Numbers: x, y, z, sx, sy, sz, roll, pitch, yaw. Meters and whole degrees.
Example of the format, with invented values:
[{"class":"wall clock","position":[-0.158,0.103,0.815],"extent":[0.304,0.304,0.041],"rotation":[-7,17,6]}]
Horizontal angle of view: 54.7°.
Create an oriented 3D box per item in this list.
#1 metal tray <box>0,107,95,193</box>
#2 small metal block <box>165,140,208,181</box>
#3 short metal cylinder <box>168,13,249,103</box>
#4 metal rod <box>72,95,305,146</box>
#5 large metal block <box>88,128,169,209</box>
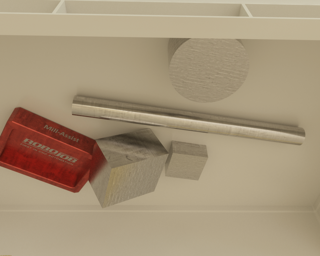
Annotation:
[{"class":"metal tray","position":[-0.155,0.036,0.433],"extent":[0.131,0.030,0.090],"rotation":[27,125,-22]},{"class":"small metal block","position":[0.037,0.048,0.451],"extent":[0.050,0.025,0.050],"rotation":[9,130,-8]},{"class":"short metal cylinder","position":[0.049,-0.074,0.331],"extent":[0.081,0.050,0.079],"rotation":[0,130,0]},{"class":"metal rod","position":[0.042,-0.008,0.402],"extent":[0.302,0.025,0.025],"rotation":[8,130,-7]},{"class":"large metal block","position":[-0.044,0.053,0.415],"extent":[0.081,0.050,0.079],"rotation":[-12,138,-32]}]
